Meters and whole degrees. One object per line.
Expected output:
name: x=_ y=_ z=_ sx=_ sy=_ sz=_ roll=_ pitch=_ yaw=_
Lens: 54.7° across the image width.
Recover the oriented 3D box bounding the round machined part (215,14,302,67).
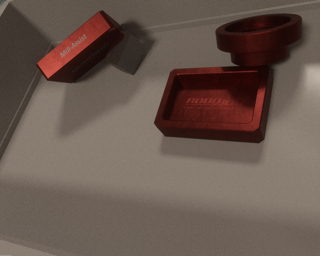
round machined part: x=0.120 y=-0.106 z=0.378 sx=0.099 sy=0.042 sz=0.098 roll=-10 pitch=27 yaw=6

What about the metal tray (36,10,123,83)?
metal tray: x=-0.119 y=-0.123 z=0.493 sx=0.130 sy=0.090 sz=0.030 roll=-36 pitch=89 yaw=10

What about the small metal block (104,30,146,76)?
small metal block: x=-0.052 y=-0.115 z=0.475 sx=0.025 sy=0.050 sz=0.050 roll=24 pitch=91 yaw=25

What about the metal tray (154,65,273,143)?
metal tray: x=0.066 y=-0.032 z=0.386 sx=0.130 sy=0.030 sz=0.090 roll=3 pitch=63 yaw=29
